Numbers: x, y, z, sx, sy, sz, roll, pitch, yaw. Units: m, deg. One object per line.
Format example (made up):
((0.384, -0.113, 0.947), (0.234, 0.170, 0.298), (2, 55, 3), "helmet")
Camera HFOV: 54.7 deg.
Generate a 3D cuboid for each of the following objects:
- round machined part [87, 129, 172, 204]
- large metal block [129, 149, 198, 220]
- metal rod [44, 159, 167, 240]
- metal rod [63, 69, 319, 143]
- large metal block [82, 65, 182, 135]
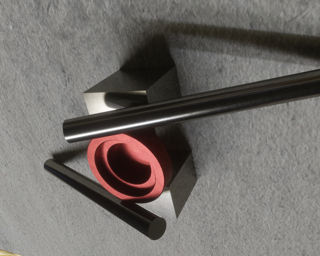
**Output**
((-0.031, 0.036, 0.358), (0.098, 0.042, 0.097), (13, 124, 20), "round machined part")
((-0.004, 0.070, 0.417), (0.080, 0.080, 0.050), (1, 119, 27), "large metal block")
((-0.099, 0.087, 0.440), (0.300, 0.025, 0.025), (12, 127, 49), "metal rod")
((0.053, -0.024, 0.295), (0.301, 0.025, 0.025), (-11, 115, 8), "metal rod")
((-0.028, -0.035, 0.365), (0.080, 0.080, 0.050), (1, 119, 27), "large metal block")
